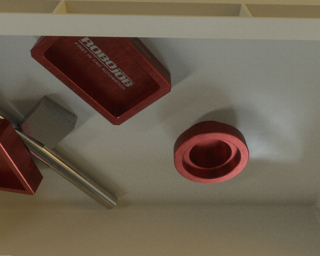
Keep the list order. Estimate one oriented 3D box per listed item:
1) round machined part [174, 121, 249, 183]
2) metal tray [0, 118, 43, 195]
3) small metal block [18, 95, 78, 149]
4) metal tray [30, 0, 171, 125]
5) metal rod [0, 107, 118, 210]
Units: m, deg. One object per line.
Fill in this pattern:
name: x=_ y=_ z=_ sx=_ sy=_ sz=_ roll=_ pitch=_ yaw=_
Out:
round machined part: x=0.068 y=0.029 z=0.424 sx=0.099 sy=0.042 sz=0.097 roll=-1 pitch=130 yaw=0
metal tray: x=-0.223 y=0.039 z=0.413 sx=0.090 sy=0.030 sz=0.129 roll=6 pitch=138 yaw=9
small metal block: x=-0.145 y=-0.007 z=0.401 sx=0.050 sy=0.025 sz=0.050 roll=-37 pitch=121 yaw=27
metal tray: x=-0.061 y=-0.069 z=0.345 sx=0.090 sy=0.030 sz=0.130 roll=-32 pitch=124 yaw=24
metal rod: x=-0.166 y=0.031 z=0.432 sx=0.025 sy=0.025 sz=0.300 roll=-28 pitch=125 yaw=21
